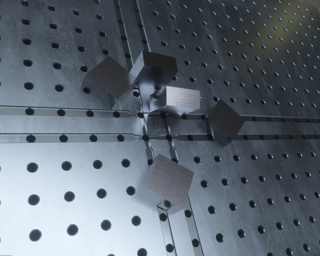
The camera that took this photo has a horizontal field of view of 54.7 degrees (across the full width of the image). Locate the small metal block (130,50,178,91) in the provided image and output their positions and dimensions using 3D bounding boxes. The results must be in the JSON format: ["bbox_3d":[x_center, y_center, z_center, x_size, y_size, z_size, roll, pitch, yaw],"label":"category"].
[{"bbox_3d":[-0.010,-0.079,0.436,0.050,0.050,0.025,6,59,-26],"label":"small metal block"}]

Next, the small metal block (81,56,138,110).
[{"bbox_3d":[-0.066,-0.060,0.410,0.050,0.025,0.050,39,51,-2],"label":"small metal block"}]

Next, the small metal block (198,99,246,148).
[{"bbox_3d":[0.094,-0.008,0.465,0.050,0.025,0.050,41,51,0],"label":"small metal block"}]

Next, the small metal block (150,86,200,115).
[{"bbox_3d":[0.019,-0.036,0.423,0.050,0.050,0.025,4,80,-26],"label":"small metal block"}]

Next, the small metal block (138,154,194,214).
[{"bbox_3d":[0.008,0.067,0.373,0.050,0.025,0.050,30,52,-10],"label":"small metal block"}]
